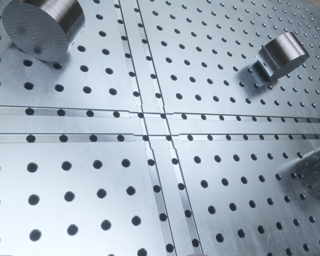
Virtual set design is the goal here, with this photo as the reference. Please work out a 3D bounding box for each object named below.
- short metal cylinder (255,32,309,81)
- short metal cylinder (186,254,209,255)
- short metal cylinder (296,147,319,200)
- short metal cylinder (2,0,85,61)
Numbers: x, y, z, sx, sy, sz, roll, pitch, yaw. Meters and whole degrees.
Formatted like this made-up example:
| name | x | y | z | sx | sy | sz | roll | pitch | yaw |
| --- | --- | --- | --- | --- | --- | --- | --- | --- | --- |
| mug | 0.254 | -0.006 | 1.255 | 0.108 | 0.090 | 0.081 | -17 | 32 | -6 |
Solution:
| name | x | y | z | sx | sy | sz | roll | pitch | yaw |
| --- | --- | --- | --- | --- | --- | --- | --- | --- | --- |
| short metal cylinder | 0.227 | -0.132 | 0.579 | 0.081 | 0.080 | 0.050 | -17 | 71 | -35 |
| short metal cylinder | 0.029 | 0.170 | 0.305 | 0.081 | 0.050 | 0.080 | 14 | 56 | -21 |
| short metal cylinder | 0.269 | 0.071 | 0.497 | 0.081 | 0.050 | 0.080 | 14 | 56 | -21 |
| short metal cylinder | -0.139 | -0.129 | 0.377 | 0.080 | 0.080 | 0.050 | 27 | 52 | -12 |
